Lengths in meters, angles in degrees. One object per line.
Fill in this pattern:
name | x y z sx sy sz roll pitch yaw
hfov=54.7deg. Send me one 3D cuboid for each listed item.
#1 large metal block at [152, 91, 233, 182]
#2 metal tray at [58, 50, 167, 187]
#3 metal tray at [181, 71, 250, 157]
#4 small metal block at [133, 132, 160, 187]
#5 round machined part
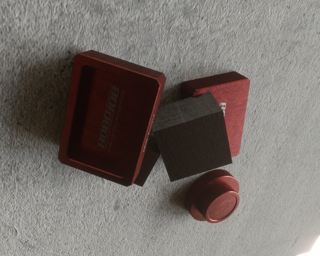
large metal block | 0.038 0.011 0.384 0.080 0.050 0.080 -17 123 1
metal tray | -0.055 -0.008 0.337 0.090 0.030 0.129 19 113 5
metal tray | 0.075 -0.009 0.441 0.091 0.030 0.129 -15 125 -21
small metal block | -0.024 0.039 0.400 0.025 0.050 0.050 25 106 -12
round machined part | 0.095 0.122 0.526 0.099 0.042 0.097 -14 125 -21
